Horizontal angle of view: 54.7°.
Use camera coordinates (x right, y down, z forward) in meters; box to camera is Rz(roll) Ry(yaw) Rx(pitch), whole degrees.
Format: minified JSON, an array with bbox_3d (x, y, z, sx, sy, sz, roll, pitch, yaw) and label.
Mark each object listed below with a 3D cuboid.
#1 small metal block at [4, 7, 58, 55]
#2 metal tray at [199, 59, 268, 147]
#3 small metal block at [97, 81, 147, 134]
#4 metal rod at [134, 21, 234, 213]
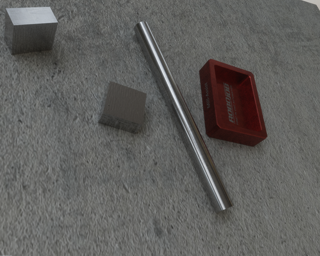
[{"bbox_3d":[-0.157,-0.118,0.376,0.050,0.050,0.025,-19,72,-36],"label":"small metal block"},{"bbox_3d":[0.113,-0.041,0.488,0.091,0.030,0.130,12,56,-22],"label":"metal tray"},{"bbox_3d":[-0.047,-0.026,0.395,0.050,0.025,0.050,18,55,-18],"label":"small metal block"},{"bbox_3d":[0.026,-0.028,0.436,0.025,0.025,0.299,-10,67,-33],"label":"metal rod"}]
